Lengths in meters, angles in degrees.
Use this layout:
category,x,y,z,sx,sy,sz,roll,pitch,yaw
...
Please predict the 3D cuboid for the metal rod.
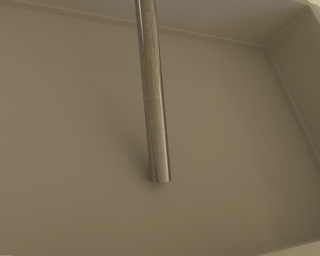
category,x,y,z,sx,sy,sz,roll,pitch,yaw
metal rod,-0.012,-0.086,0.373,0.025,0.025,0.298,-5,89,-30
